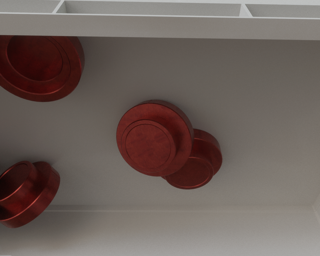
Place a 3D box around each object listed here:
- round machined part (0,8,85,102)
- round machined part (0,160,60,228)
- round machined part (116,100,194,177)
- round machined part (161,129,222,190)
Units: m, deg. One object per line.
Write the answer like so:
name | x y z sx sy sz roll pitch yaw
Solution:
round machined part | -0.130 -0.079 0.329 0.099 0.042 0.097 -1 130 0
round machined part | -0.193 0.084 0.430 0.098 0.098 0.042 -21 127 16
round machined part | -0.009 0.016 0.386 0.098 0.042 0.097 4 107 14
round machined part | 0.040 0.051 0.442 0.099 0.042 0.097 -1 130 0
